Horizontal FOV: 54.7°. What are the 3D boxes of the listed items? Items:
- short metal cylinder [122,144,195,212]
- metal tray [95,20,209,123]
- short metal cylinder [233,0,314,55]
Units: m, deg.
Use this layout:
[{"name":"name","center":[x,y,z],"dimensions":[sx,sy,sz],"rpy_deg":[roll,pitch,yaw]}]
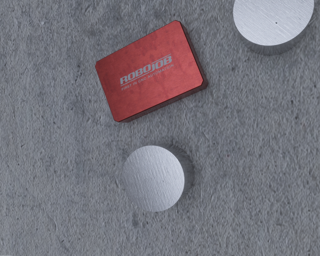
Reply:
[{"name":"short metal cylinder","center":[-0.001,0.061,0.396],"dimensions":[0.080,0.050,0.079],"rpy_deg":[0,90,20]},{"name":"metal tray","center":[-0.013,-0.071,0.411],"dimensions":[0.130,0.030,0.090],"rpy_deg":[-23,83,18]},{"name":"short metal cylinder","center":[0.127,-0.127,0.351],"dimensions":[0.080,0.050,0.079],"rpy_deg":[0,90,20]}]
